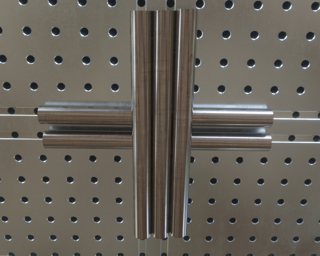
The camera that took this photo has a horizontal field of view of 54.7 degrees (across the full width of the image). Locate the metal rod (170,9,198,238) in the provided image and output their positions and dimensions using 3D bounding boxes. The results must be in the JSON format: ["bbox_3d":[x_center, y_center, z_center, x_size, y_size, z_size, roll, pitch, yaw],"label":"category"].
[{"bbox_3d":[0.028,0.009,0.391,0.025,0.025,0.298,0,110,-1],"label":"metal rod"}]

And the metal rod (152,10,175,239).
[{"bbox_3d":[0.002,0.011,0.391,0.025,0.025,0.298,0,110,-1],"label":"metal rod"}]

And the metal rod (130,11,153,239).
[{"bbox_3d":[-0.023,0.011,0.391,0.025,0.025,0.298,0,110,-1],"label":"metal rod"}]

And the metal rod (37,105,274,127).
[{"bbox_3d":[-0.005,-0.015,0.408,0.302,0.025,0.025,1,110,-1],"label":"metal rod"}]

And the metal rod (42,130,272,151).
[{"bbox_3d":[-0.003,0.017,0.420,0.302,0.025,0.025,1,110,-1],"label":"metal rod"}]
